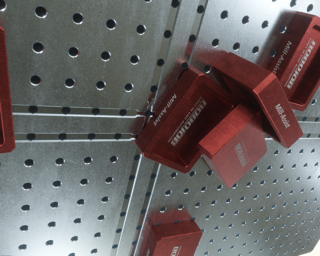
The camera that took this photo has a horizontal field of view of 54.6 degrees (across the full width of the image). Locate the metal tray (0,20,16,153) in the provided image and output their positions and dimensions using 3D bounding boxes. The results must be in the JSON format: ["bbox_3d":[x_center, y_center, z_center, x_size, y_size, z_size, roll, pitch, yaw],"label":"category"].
[{"bbox_3d":[-0.187,-0.034,0.283,0.091,0.030,0.129,-6,121,-26],"label":"metal tray"}]

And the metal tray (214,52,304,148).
[{"bbox_3d":[0.133,-0.036,0.418,0.030,0.090,0.130,-43,129,2],"label":"metal tray"}]

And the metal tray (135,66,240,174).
[{"bbox_3d":[0.038,-0.007,0.423,0.090,0.030,0.130,28,103,-37],"label":"metal tray"}]

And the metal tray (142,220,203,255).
[{"bbox_3d":[0.015,0.228,0.556,0.091,0.030,0.129,2,118,-29],"label":"metal tray"}]

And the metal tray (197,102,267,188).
[{"bbox_3d":[0.112,0.031,0.462,0.090,0.030,0.130,-43,144,-4],"label":"metal tray"}]

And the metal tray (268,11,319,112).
[{"bbox_3d":[0.211,-0.094,0.463,0.091,0.030,0.129,9,114,-32],"label":"metal tray"}]
